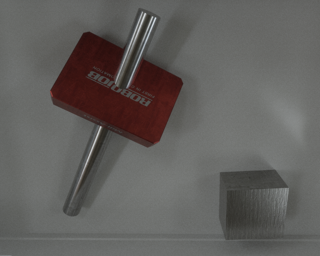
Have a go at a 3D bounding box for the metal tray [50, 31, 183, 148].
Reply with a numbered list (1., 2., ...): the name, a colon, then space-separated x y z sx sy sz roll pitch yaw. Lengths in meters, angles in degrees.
1. metal tray: -0.048 -0.044 0.366 0.131 0.030 0.090 26 71 -10

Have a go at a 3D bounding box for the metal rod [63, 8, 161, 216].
1. metal rod: -0.070 0.000 0.390 0.025 0.025 0.298 22 116 -9

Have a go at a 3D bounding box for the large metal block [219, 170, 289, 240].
1. large metal block: 0.129 0.108 0.440 0.081 0.050 0.079 -3 110 0
